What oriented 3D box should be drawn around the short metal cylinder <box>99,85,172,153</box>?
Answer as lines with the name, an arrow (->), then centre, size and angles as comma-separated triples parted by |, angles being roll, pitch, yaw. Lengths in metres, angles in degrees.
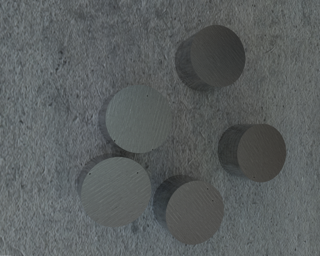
short metal cylinder -> -0.032, -0.011, 0.384 | 0.081, 0.050, 0.080 | 0, 90, -20

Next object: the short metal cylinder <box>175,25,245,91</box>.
short metal cylinder -> 0.067, -0.092, 0.420 | 0.081, 0.050, 0.080 | 0, 90, -20

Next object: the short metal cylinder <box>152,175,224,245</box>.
short metal cylinder -> 0.036, 0.105, 0.409 | 0.081, 0.050, 0.080 | 0, 90, -20

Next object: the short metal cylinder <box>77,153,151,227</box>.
short metal cylinder -> -0.057, 0.072, 0.375 | 0.081, 0.050, 0.080 | 0, 90, -20

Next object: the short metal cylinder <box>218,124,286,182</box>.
short metal cylinder -> 0.131, 0.034, 0.444 | 0.081, 0.050, 0.080 | 0, 90, -20
